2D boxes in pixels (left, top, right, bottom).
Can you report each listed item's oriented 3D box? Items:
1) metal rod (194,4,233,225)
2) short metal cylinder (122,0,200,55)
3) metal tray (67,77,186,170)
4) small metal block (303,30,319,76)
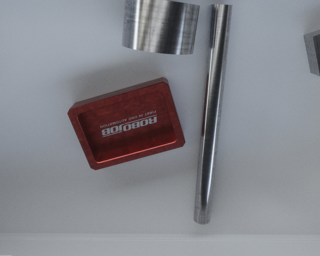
[{"bbox_3d":[0.067,-0.003,0.411,0.025,0.025,0.298,1,110,-1],"label":"metal rod"},{"bbox_3d":[0.000,-0.113,0.341,0.081,0.080,0.050,6,110,-3],"label":"short metal cylinder"},{"bbox_3d":[-0.041,-0.005,0.406,0.131,0.030,0.089,-16,110,5],"label":"metal tray"},{"bbox_3d":[0.211,-0.097,0.379,0.050,0.025,0.050,-19,109,6],"label":"small metal block"}]
